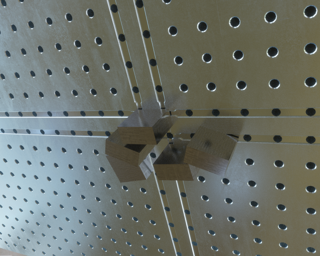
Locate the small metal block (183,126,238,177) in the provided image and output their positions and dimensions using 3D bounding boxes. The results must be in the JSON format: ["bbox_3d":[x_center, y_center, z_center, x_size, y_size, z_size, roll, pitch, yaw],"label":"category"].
[{"bbox_3d":[0.063,0.027,0.378,0.050,0.050,0.025,19,125,16],"label":"small metal block"}]

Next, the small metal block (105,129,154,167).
[{"bbox_3d":[-0.040,0.022,0.428,0.050,0.050,0.025,20,126,16],"label":"small metal block"}]

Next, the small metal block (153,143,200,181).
[{"bbox_3d":[0.026,0.044,0.407,0.050,0.050,0.025,-4,117,30],"label":"small metal block"}]

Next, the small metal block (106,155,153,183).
[{"bbox_3d":[-0.045,0.053,0.466,0.050,0.025,0.050,-13,112,33],"label":"small metal block"}]

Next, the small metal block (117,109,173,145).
[{"bbox_3d":[-0.018,-0.002,0.402,0.050,0.050,0.025,0,119,28],"label":"small metal block"}]
